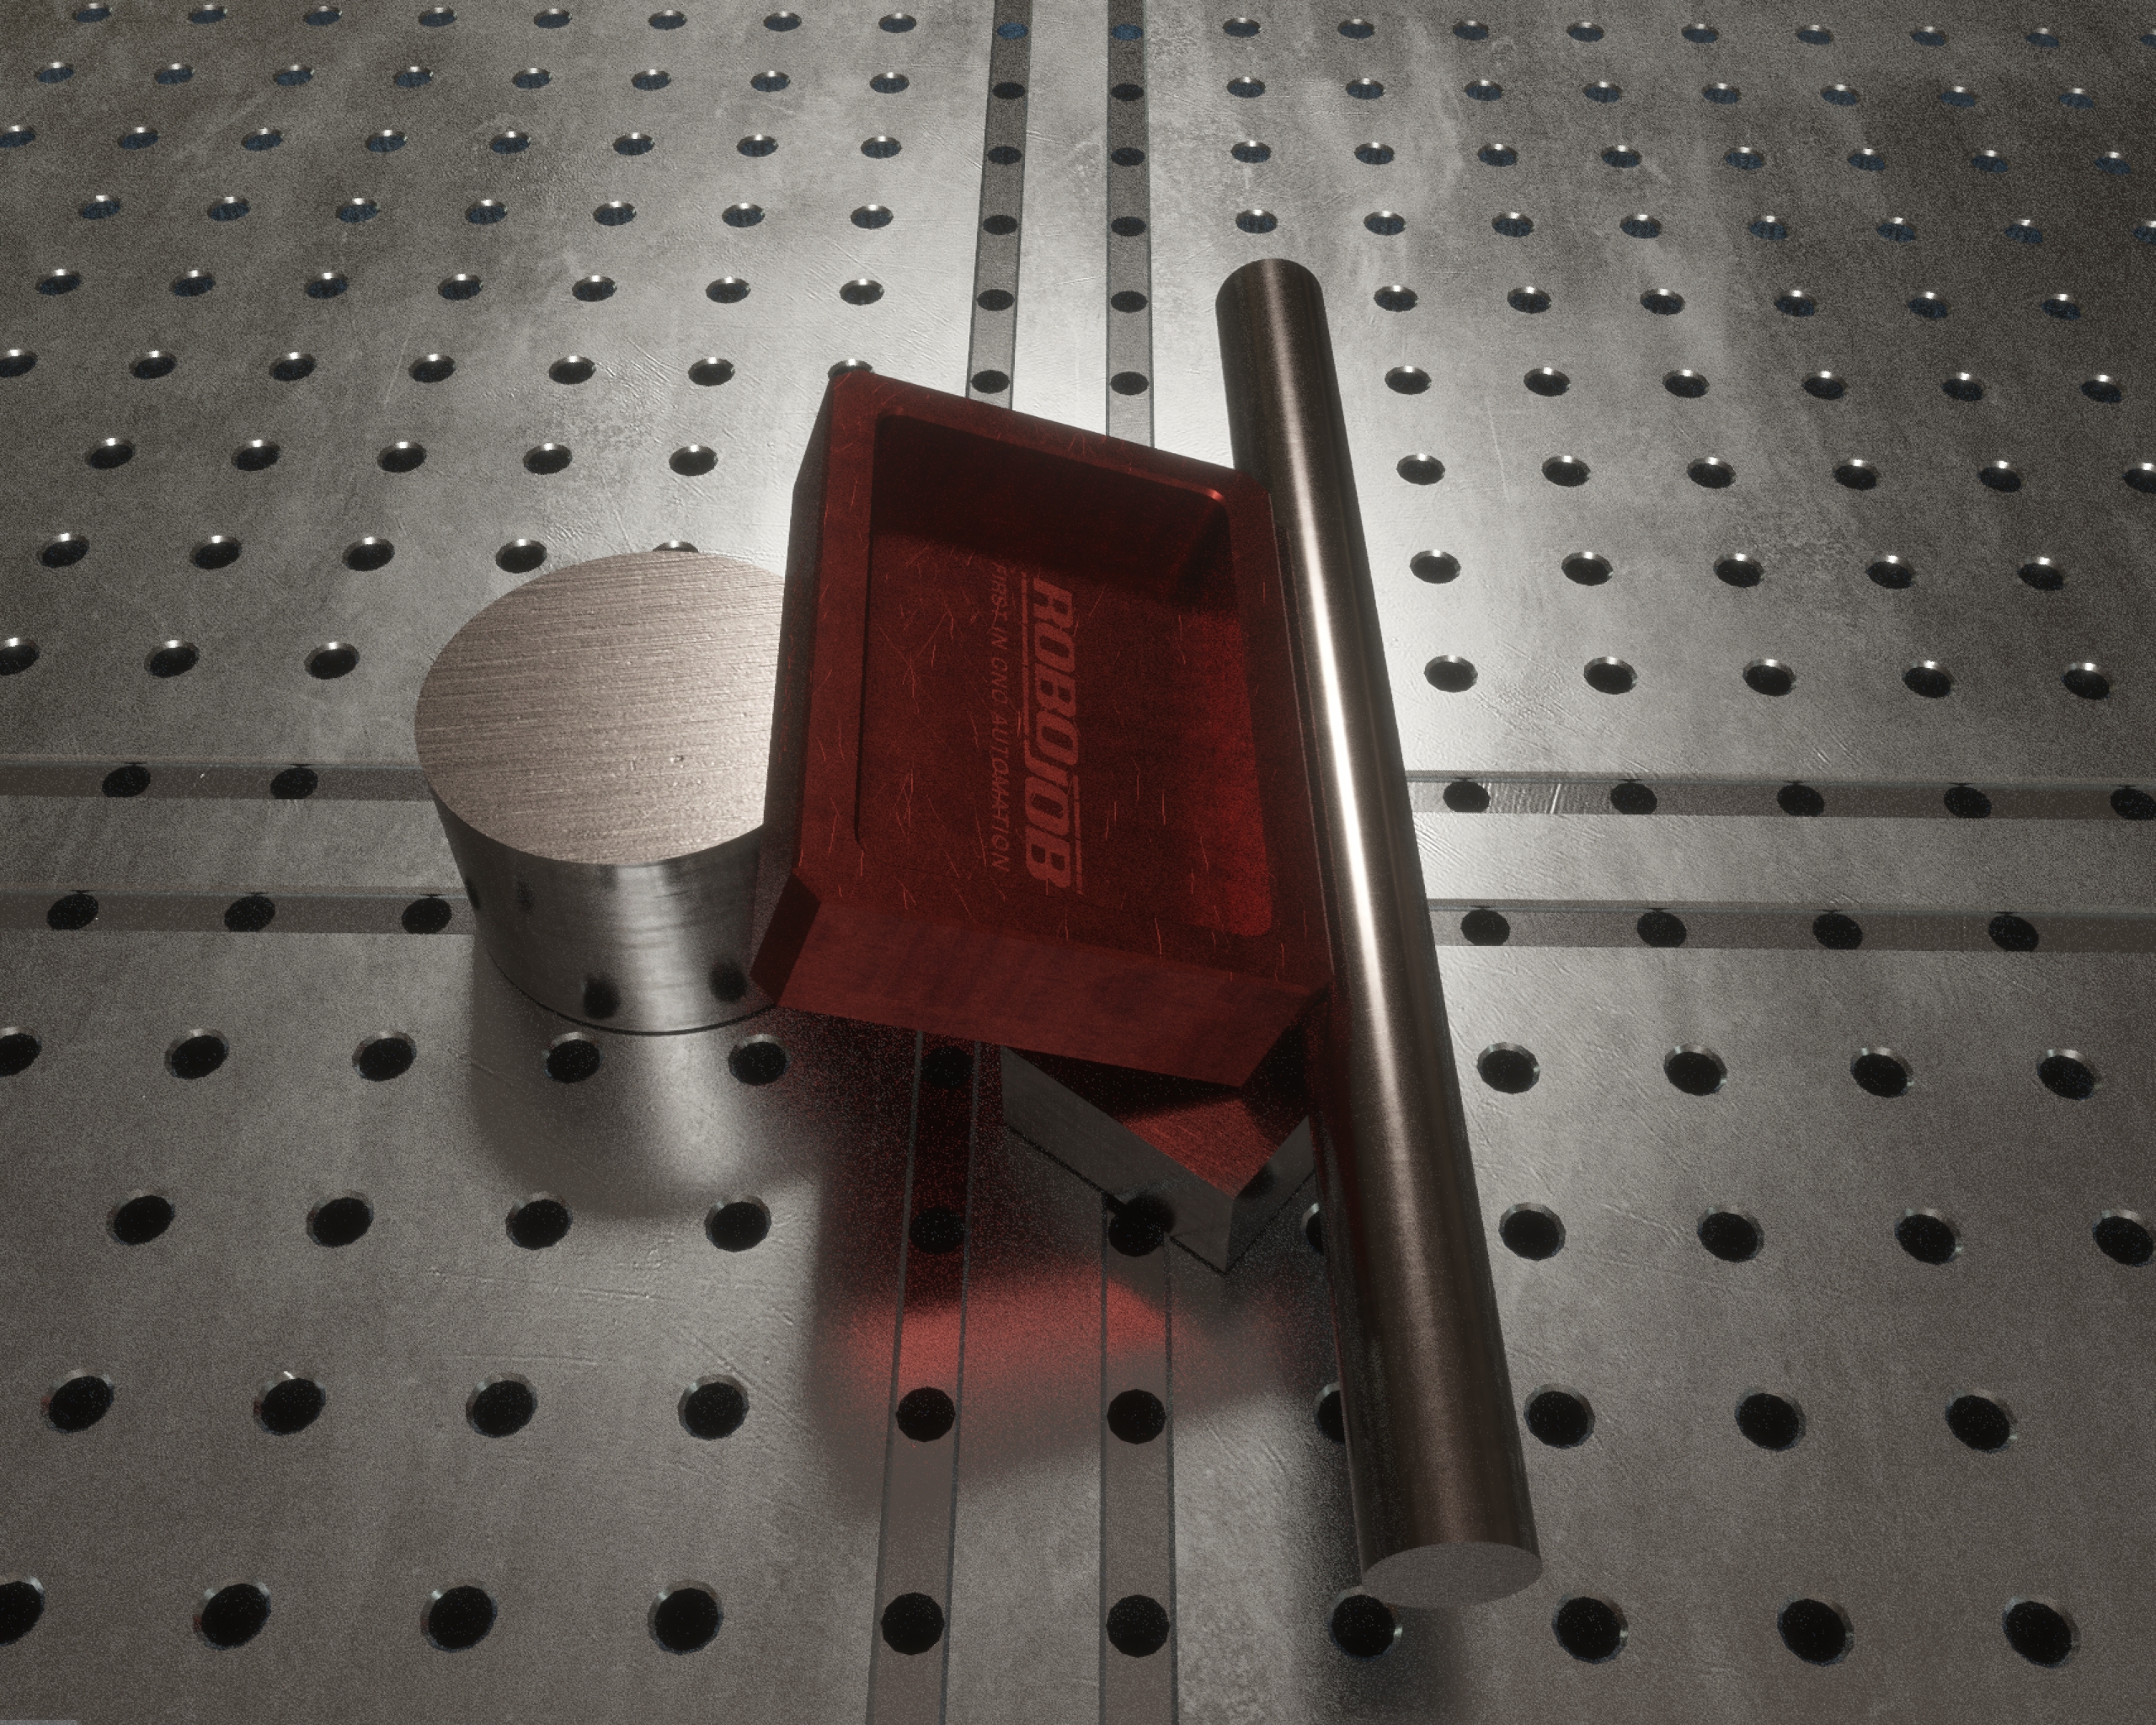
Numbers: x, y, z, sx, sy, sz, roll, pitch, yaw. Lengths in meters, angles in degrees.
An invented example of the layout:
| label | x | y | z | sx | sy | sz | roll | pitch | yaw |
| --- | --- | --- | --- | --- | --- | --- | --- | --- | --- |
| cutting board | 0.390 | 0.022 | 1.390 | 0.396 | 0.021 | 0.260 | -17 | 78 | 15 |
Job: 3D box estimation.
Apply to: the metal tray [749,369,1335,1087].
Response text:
| label | x | y | z | sx | sy | sz | roll | pitch | yaw |
| --- | --- | --- | --- | --- | --- | --- | --- | --- | --- |
| metal tray | -0.007 | -0.028 | 0.376 | 0.091 | 0.030 | 0.130 | 12 | 48 | -16 |

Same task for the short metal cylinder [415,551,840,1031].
| label | x | y | z | sx | sy | sz | roll | pitch | yaw |
| --- | --- | --- | --- | --- | --- | --- | --- | --- | --- |
| short metal cylinder | -0.080 | -0.014 | 0.401 | 0.081 | 0.050 | 0.080 | 0 | 50 | 0 |

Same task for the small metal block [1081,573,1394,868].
| label | x | y | z | sx | sy | sz | roll | pitch | yaw |
| --- | --- | --- | --- | --- | --- | --- | --- | --- | --- |
| small metal block | 0.032 | -0.030 | 0.434 | 0.050 | 0.025 | 0.050 | -12 | 51 | -10 |

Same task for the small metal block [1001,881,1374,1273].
| label | x | y | z | sx | sy | sz | roll | pitch | yaw |
| --- | --- | --- | --- | --- | --- | --- | --- | --- | --- |
| small metal block | 0.022 | 0.037 | 0.376 | 0.050 | 0.025 | 0.050 | 32 | 57 | 23 |

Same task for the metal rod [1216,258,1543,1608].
| label | x | y | z | sx | sy | sz | roll | pitch | yaw |
| --- | --- | --- | --- | --- | --- | --- | --- | --- | --- |
| metal rod | 0.048 | -0.015 | 0.388 | 0.025 | 0.025 | 0.300 | -1 | 50 | -1 |
